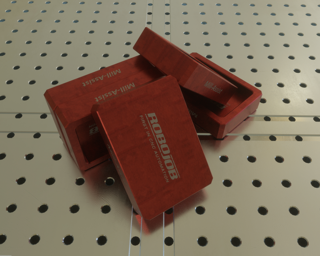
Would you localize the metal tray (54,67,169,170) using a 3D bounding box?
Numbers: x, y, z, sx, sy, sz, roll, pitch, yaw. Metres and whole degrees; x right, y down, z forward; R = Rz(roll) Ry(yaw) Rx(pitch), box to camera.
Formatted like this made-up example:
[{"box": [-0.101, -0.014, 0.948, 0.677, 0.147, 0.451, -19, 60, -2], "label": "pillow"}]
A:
[{"box": [-0.049, -0.011, 0.372, 0.131, 0.089, 0.030, -26, 55, -21], "label": "metal tray"}]

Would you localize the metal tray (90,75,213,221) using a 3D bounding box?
[{"box": [-0.006, 0.019, 0.331, 0.091, 0.129, 0.030, -26, 13, -20], "label": "metal tray"}]

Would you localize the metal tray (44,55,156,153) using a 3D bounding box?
[{"box": [-0.066, -0.029, 0.388, 0.131, 0.089, 0.030, -26, 55, -21], "label": "metal tray"}]

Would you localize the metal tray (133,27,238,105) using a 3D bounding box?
[{"box": [0.037, -0.076, 0.398, 0.090, 0.030, 0.131, 43, 17, 29], "label": "metal tray"}]

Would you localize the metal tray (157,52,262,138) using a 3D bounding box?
[{"box": [0.066, -0.052, 0.447, 0.091, 0.030, 0.130, -36, 59, -27], "label": "metal tray"}]
